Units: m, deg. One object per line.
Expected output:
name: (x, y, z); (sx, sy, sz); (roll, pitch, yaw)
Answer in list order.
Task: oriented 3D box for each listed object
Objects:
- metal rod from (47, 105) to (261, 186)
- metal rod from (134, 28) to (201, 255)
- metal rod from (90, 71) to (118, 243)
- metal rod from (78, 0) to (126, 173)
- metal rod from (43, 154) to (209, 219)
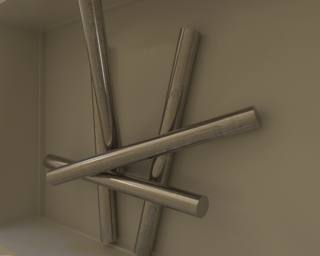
metal rod: (-0.027, 0.030, 0.387); (0.300, 0.025, 0.025); (-18, 78, 26)
metal rod: (0.007, 0.026, 0.399); (0.025, 0.025, 0.298); (19, 102, 38)
metal rod: (-0.088, 0.021, 0.476); (0.025, 0.025, 0.298); (-7, 86, 39)
metal rod: (-0.071, -0.061, 0.384); (0.025, 0.025, 0.298); (22, 129, 37)
metal rod: (-0.070, 0.070, 0.427); (0.300, 0.025, 0.025); (7, 95, 39)
